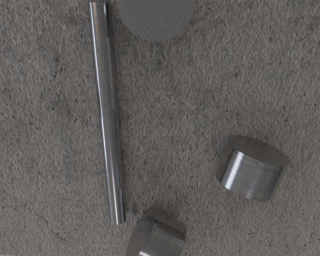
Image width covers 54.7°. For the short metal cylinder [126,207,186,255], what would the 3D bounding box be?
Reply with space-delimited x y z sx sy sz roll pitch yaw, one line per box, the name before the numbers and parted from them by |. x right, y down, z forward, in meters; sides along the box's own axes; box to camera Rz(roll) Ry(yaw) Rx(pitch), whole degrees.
short metal cylinder | -0.006 0.161 0.440 0.050 0.080 0.080 31 107 -11

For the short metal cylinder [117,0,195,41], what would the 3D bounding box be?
short metal cylinder | -0.004 -0.140 0.345 0.081 0.050 0.079 0 110 0

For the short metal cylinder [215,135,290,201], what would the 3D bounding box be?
short metal cylinder | 0.118 0.050 0.400 0.080 0.080 0.050 14 110 -6

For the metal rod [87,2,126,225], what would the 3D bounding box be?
metal rod | -0.067 -0.004 0.407 0.025 0.025 0.298 -2 110 0
